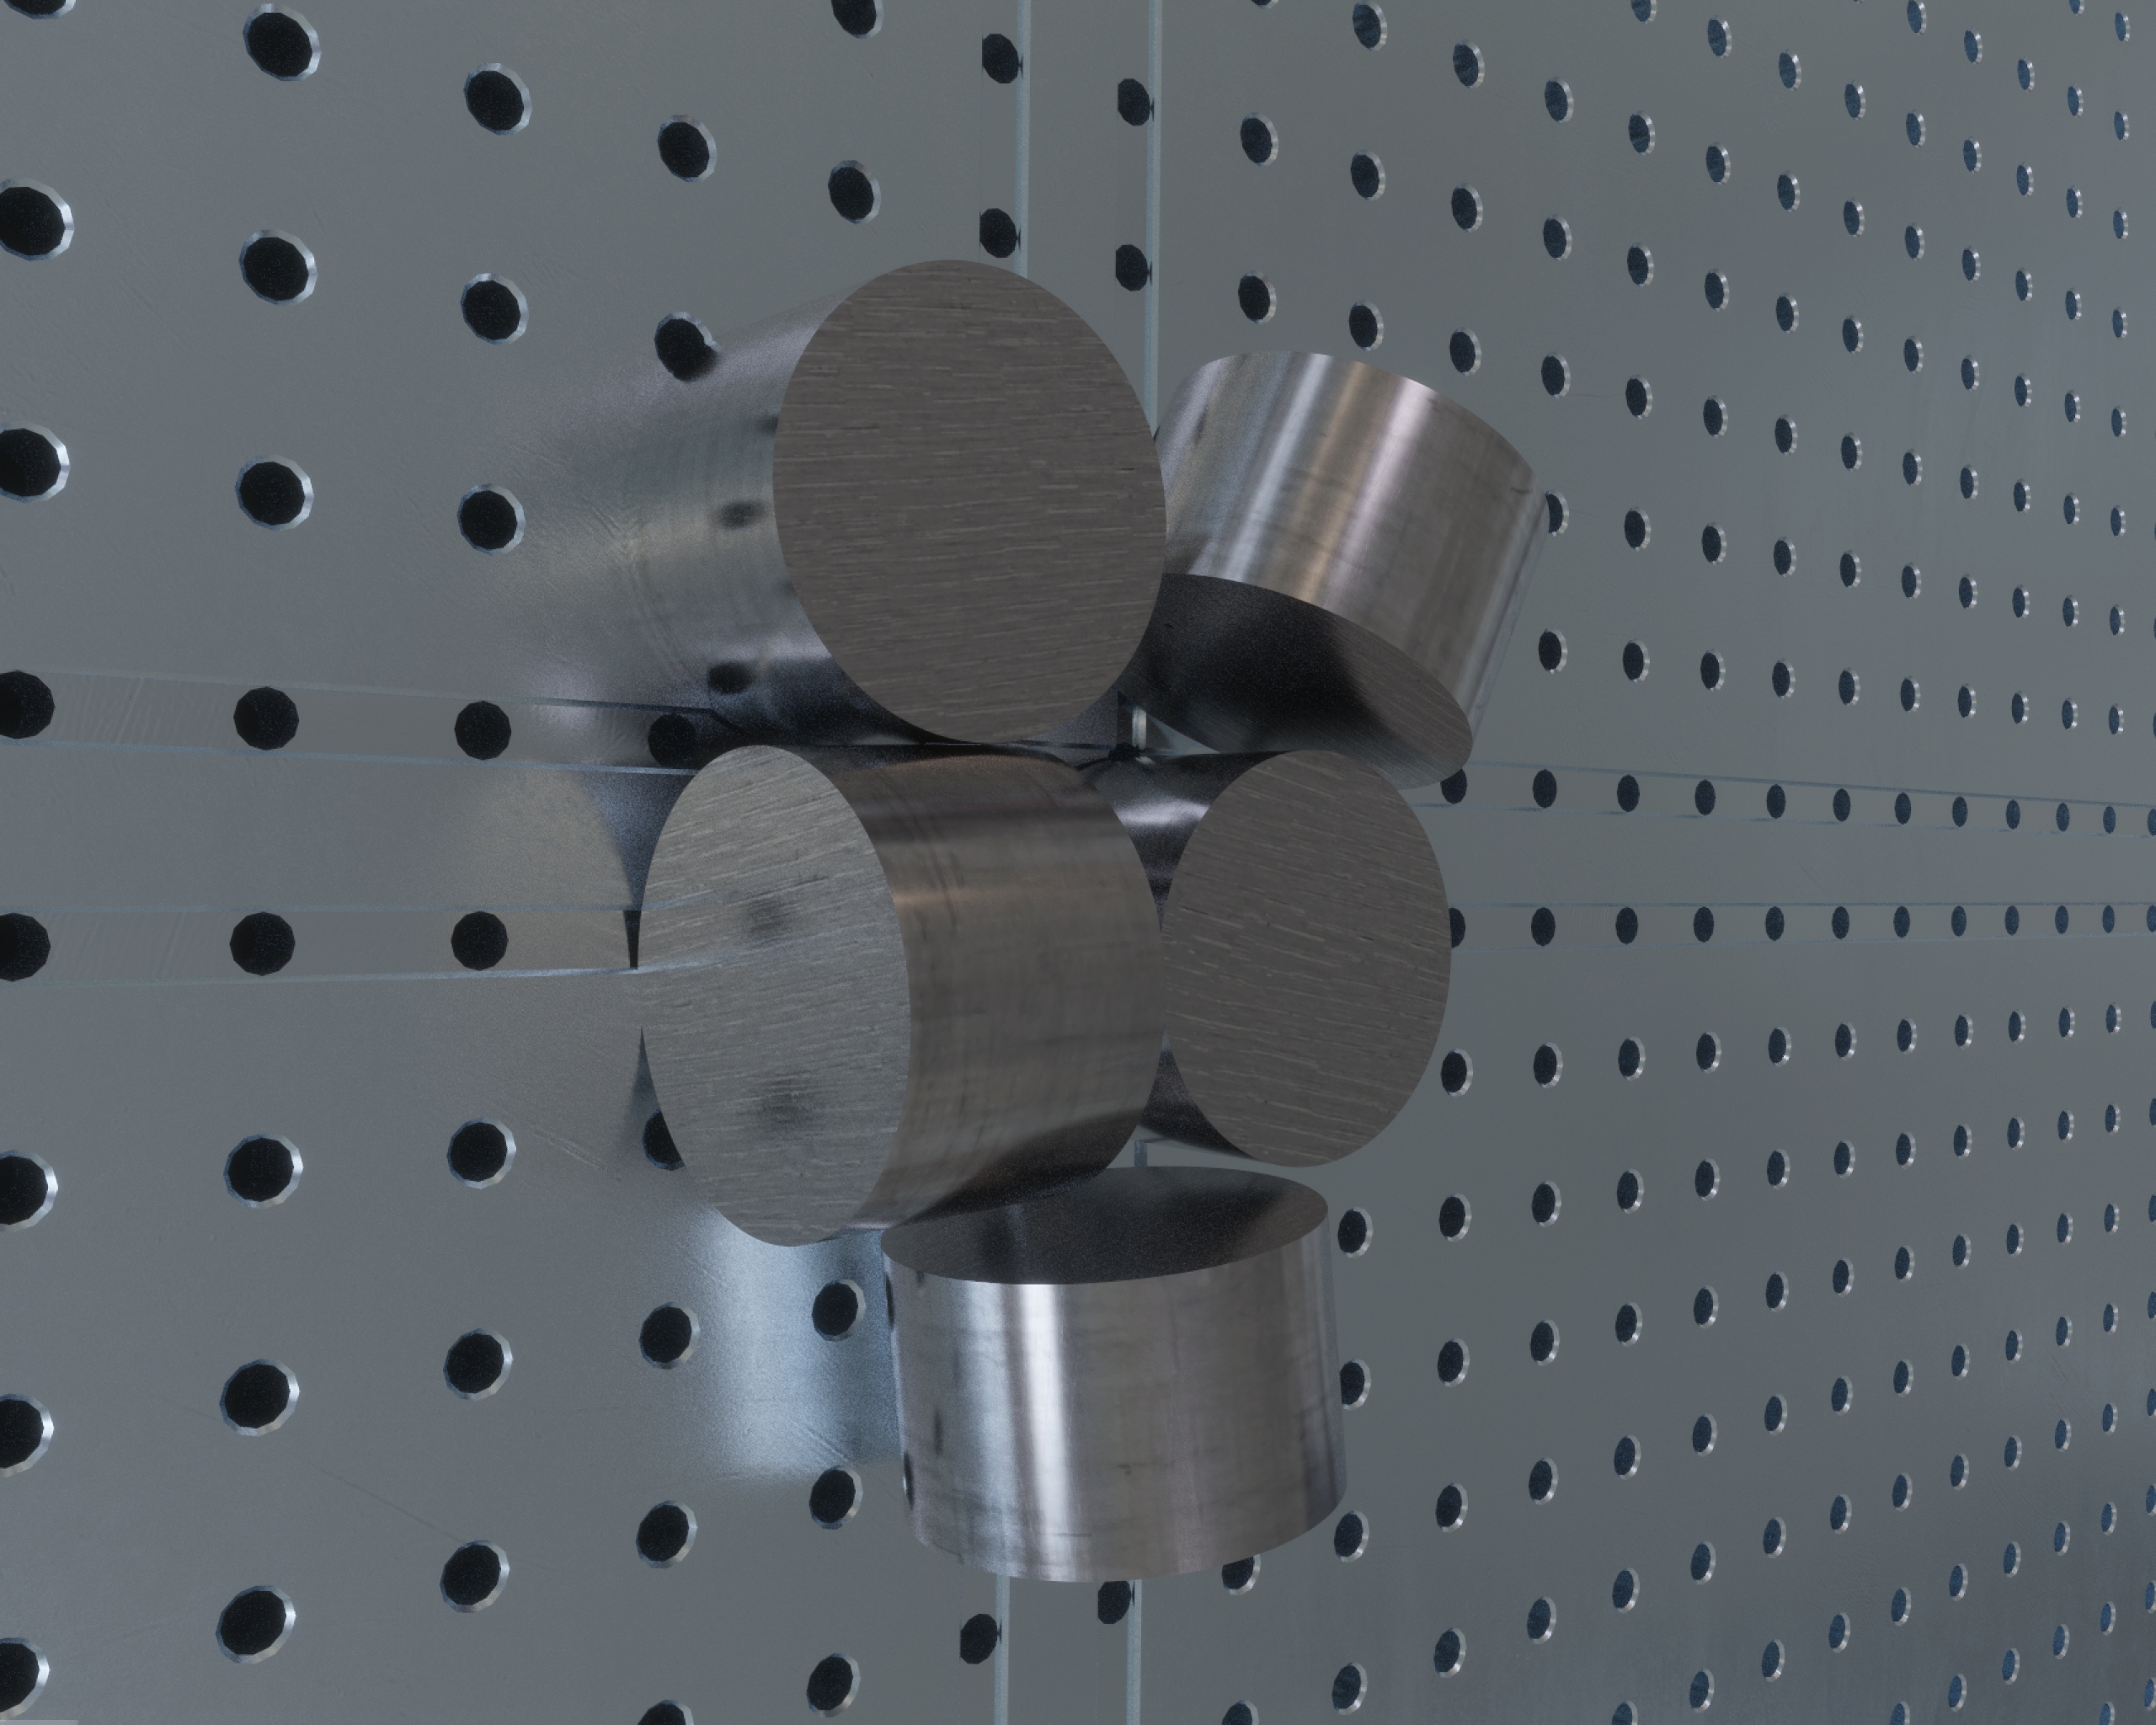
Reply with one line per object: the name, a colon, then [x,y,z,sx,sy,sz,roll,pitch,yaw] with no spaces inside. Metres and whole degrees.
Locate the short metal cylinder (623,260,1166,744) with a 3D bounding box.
short metal cylinder: [-0.031,-0.060,0.366,0.081,0.050,0.079,0,91,-39]

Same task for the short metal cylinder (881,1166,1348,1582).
short metal cylinder: [0.007,0.089,0.378,0.081,0.080,0.050,-8,96,-40]

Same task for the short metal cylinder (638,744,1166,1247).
short metal cylinder: [-0.031,0.020,0.348,0.050,0.080,0.079,-3,92,-41]

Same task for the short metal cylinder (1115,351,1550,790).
short metal cylinder: [0.046,-0.055,0.412,0.080,0.080,0.050,35,68,-35]

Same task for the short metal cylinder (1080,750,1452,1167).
short metal cylinder: [0.029,0.018,0.417,0.081,0.050,0.079,-1,91,-40]
